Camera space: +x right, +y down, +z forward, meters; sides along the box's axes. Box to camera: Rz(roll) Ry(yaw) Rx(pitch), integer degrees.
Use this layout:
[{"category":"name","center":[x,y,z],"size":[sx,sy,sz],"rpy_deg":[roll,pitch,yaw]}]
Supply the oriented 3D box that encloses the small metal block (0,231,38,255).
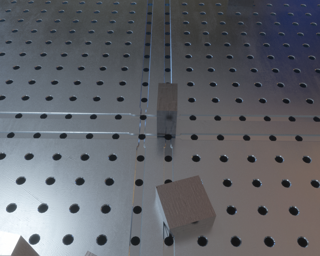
[{"category":"small metal block","center":[-0.142,0.129,0.282],"size":[0.025,0.050,0.050],"rpy_deg":[9,51,7]}]

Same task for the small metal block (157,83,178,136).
[{"category":"small metal block","center":[0.010,-0.024,0.412],"size":[0.025,0.050,0.050],"rpy_deg":[2,50,1]}]

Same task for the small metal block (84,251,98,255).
[{"category":"small metal block","center":[-0.057,0.150,0.281],"size":[0.050,0.025,0.050],"rpy_deg":[20,53,16]}]

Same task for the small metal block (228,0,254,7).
[{"category":"small metal block","center":[0.170,-0.278,0.643],"size":[0.050,0.025,0.050],"rpy_deg":[8,50,6]}]

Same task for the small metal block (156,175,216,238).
[{"category":"small metal block","center":[0.026,0.085,0.337],"size":[0.050,0.025,0.050],"rpy_deg":[-13,51,-11]}]
